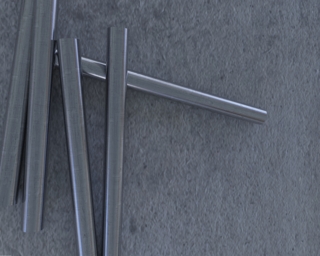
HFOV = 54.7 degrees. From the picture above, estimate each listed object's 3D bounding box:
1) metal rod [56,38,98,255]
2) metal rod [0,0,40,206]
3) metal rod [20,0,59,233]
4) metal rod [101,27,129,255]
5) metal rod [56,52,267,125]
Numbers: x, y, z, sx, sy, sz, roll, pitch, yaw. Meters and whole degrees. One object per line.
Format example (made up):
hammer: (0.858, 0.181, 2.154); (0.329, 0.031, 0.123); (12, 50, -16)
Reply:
metal rod: (-0.093, 0.050, 0.360); (0.025, 0.025, 0.298); (-6, 98, -20)
metal rod: (-0.155, -0.064, 0.351); (0.025, 0.025, 0.298); (8, 87, -20)
metal rod: (-0.133, -0.033, 0.345); (0.025, 0.025, 0.298); (4, 94, -20)
metal rod: (-0.055, 0.034, 0.372); (0.025, 0.025, 0.298); (1, 96, -20)
metal rod: (0.014, -0.050, 0.415); (0.302, 0.025, 0.025); (13, 86, -20)
